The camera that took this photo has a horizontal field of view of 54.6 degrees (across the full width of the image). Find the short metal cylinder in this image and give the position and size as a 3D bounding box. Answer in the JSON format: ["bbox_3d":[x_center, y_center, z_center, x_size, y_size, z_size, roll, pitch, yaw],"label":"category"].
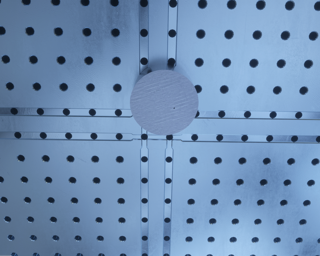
[{"bbox_3d":[0.005,-0.037,0.386,0.080,0.050,0.079,0,110,0],"label":"short metal cylinder"}]
